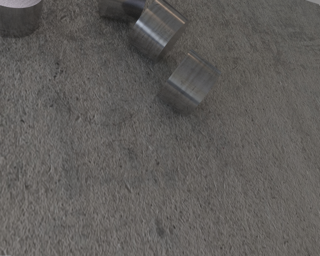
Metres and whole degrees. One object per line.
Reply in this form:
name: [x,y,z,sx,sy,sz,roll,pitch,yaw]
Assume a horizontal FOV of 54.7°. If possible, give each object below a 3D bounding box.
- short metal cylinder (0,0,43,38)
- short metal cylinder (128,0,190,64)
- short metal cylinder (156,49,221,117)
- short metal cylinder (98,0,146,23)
short metal cylinder: [-0.189,-0.159,0.383,0.081,0.050,0.080,14,56,-21]
short metal cylinder: [-0.001,-0.141,0.454,0.050,0.080,0.080,40,51,-2]
short metal cylinder: [0.039,-0.061,0.427,0.050,0.080,0.080,37,51,-4]
short metal cylinder: [-0.057,-0.203,0.461,0.050,0.080,0.080,5,60,-26]
